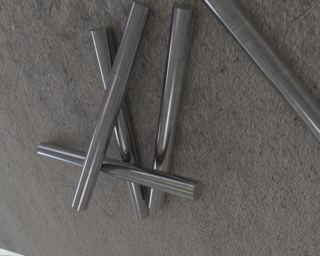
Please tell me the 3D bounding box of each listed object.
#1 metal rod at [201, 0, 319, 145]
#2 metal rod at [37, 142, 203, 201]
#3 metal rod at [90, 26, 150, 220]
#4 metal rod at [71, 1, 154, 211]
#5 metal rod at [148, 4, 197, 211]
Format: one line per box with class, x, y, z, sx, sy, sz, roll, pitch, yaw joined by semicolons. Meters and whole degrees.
metal rod;0.100;-0.075;0.307;0.300;0.025;0.025;48;129;-6
metal rod;-0.078;0.056;0.453;0.300;0.025;0.025;9;123;34
metal rod;-0.051;0.011;0.440;0.025;0.025;0.298;5;121;25
metal rod;-0.069;-0.009;0.399;0.025;0.025;0.298;27;116;11
metal rod;0.010;-0.002;0.400;0.025;0.025;0.298;19;126;17
